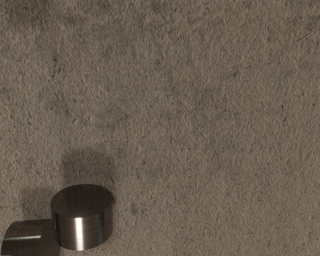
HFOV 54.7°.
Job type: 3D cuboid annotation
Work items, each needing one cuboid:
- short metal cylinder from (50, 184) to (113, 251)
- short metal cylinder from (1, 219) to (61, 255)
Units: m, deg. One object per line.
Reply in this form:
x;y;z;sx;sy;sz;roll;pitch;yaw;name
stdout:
-0.105;0.119;0.423;0.081;0.080;0.050;2;110;-1;short metal cylinder
-0.181;0.172;0.442;0.050;0.080;0.079;-5;110;1;short metal cylinder
